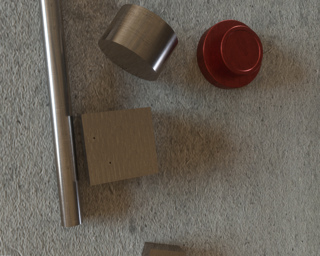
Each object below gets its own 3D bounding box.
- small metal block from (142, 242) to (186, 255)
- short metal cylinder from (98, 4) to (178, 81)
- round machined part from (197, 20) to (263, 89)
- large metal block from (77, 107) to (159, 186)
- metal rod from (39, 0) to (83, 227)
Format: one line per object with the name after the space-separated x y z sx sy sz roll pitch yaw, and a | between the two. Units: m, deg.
0.001 0.183 0.411 0.050 0.025 0.050 14 85 -20 | small metal block
-0.026 -0.100 0.371 0.080 0.080 0.050 33 79 -18 | short metal cylinder
0.106 -0.106 0.440 0.099 0.042 0.097 0 90 -21 | round machined part
-0.053 0.019 0.377 0.081 0.050 0.079 -8 93 -20 | large metal block
-0.118 -0.034 0.365 0.025 0.025 0.298 -6 92 -20 | metal rod
